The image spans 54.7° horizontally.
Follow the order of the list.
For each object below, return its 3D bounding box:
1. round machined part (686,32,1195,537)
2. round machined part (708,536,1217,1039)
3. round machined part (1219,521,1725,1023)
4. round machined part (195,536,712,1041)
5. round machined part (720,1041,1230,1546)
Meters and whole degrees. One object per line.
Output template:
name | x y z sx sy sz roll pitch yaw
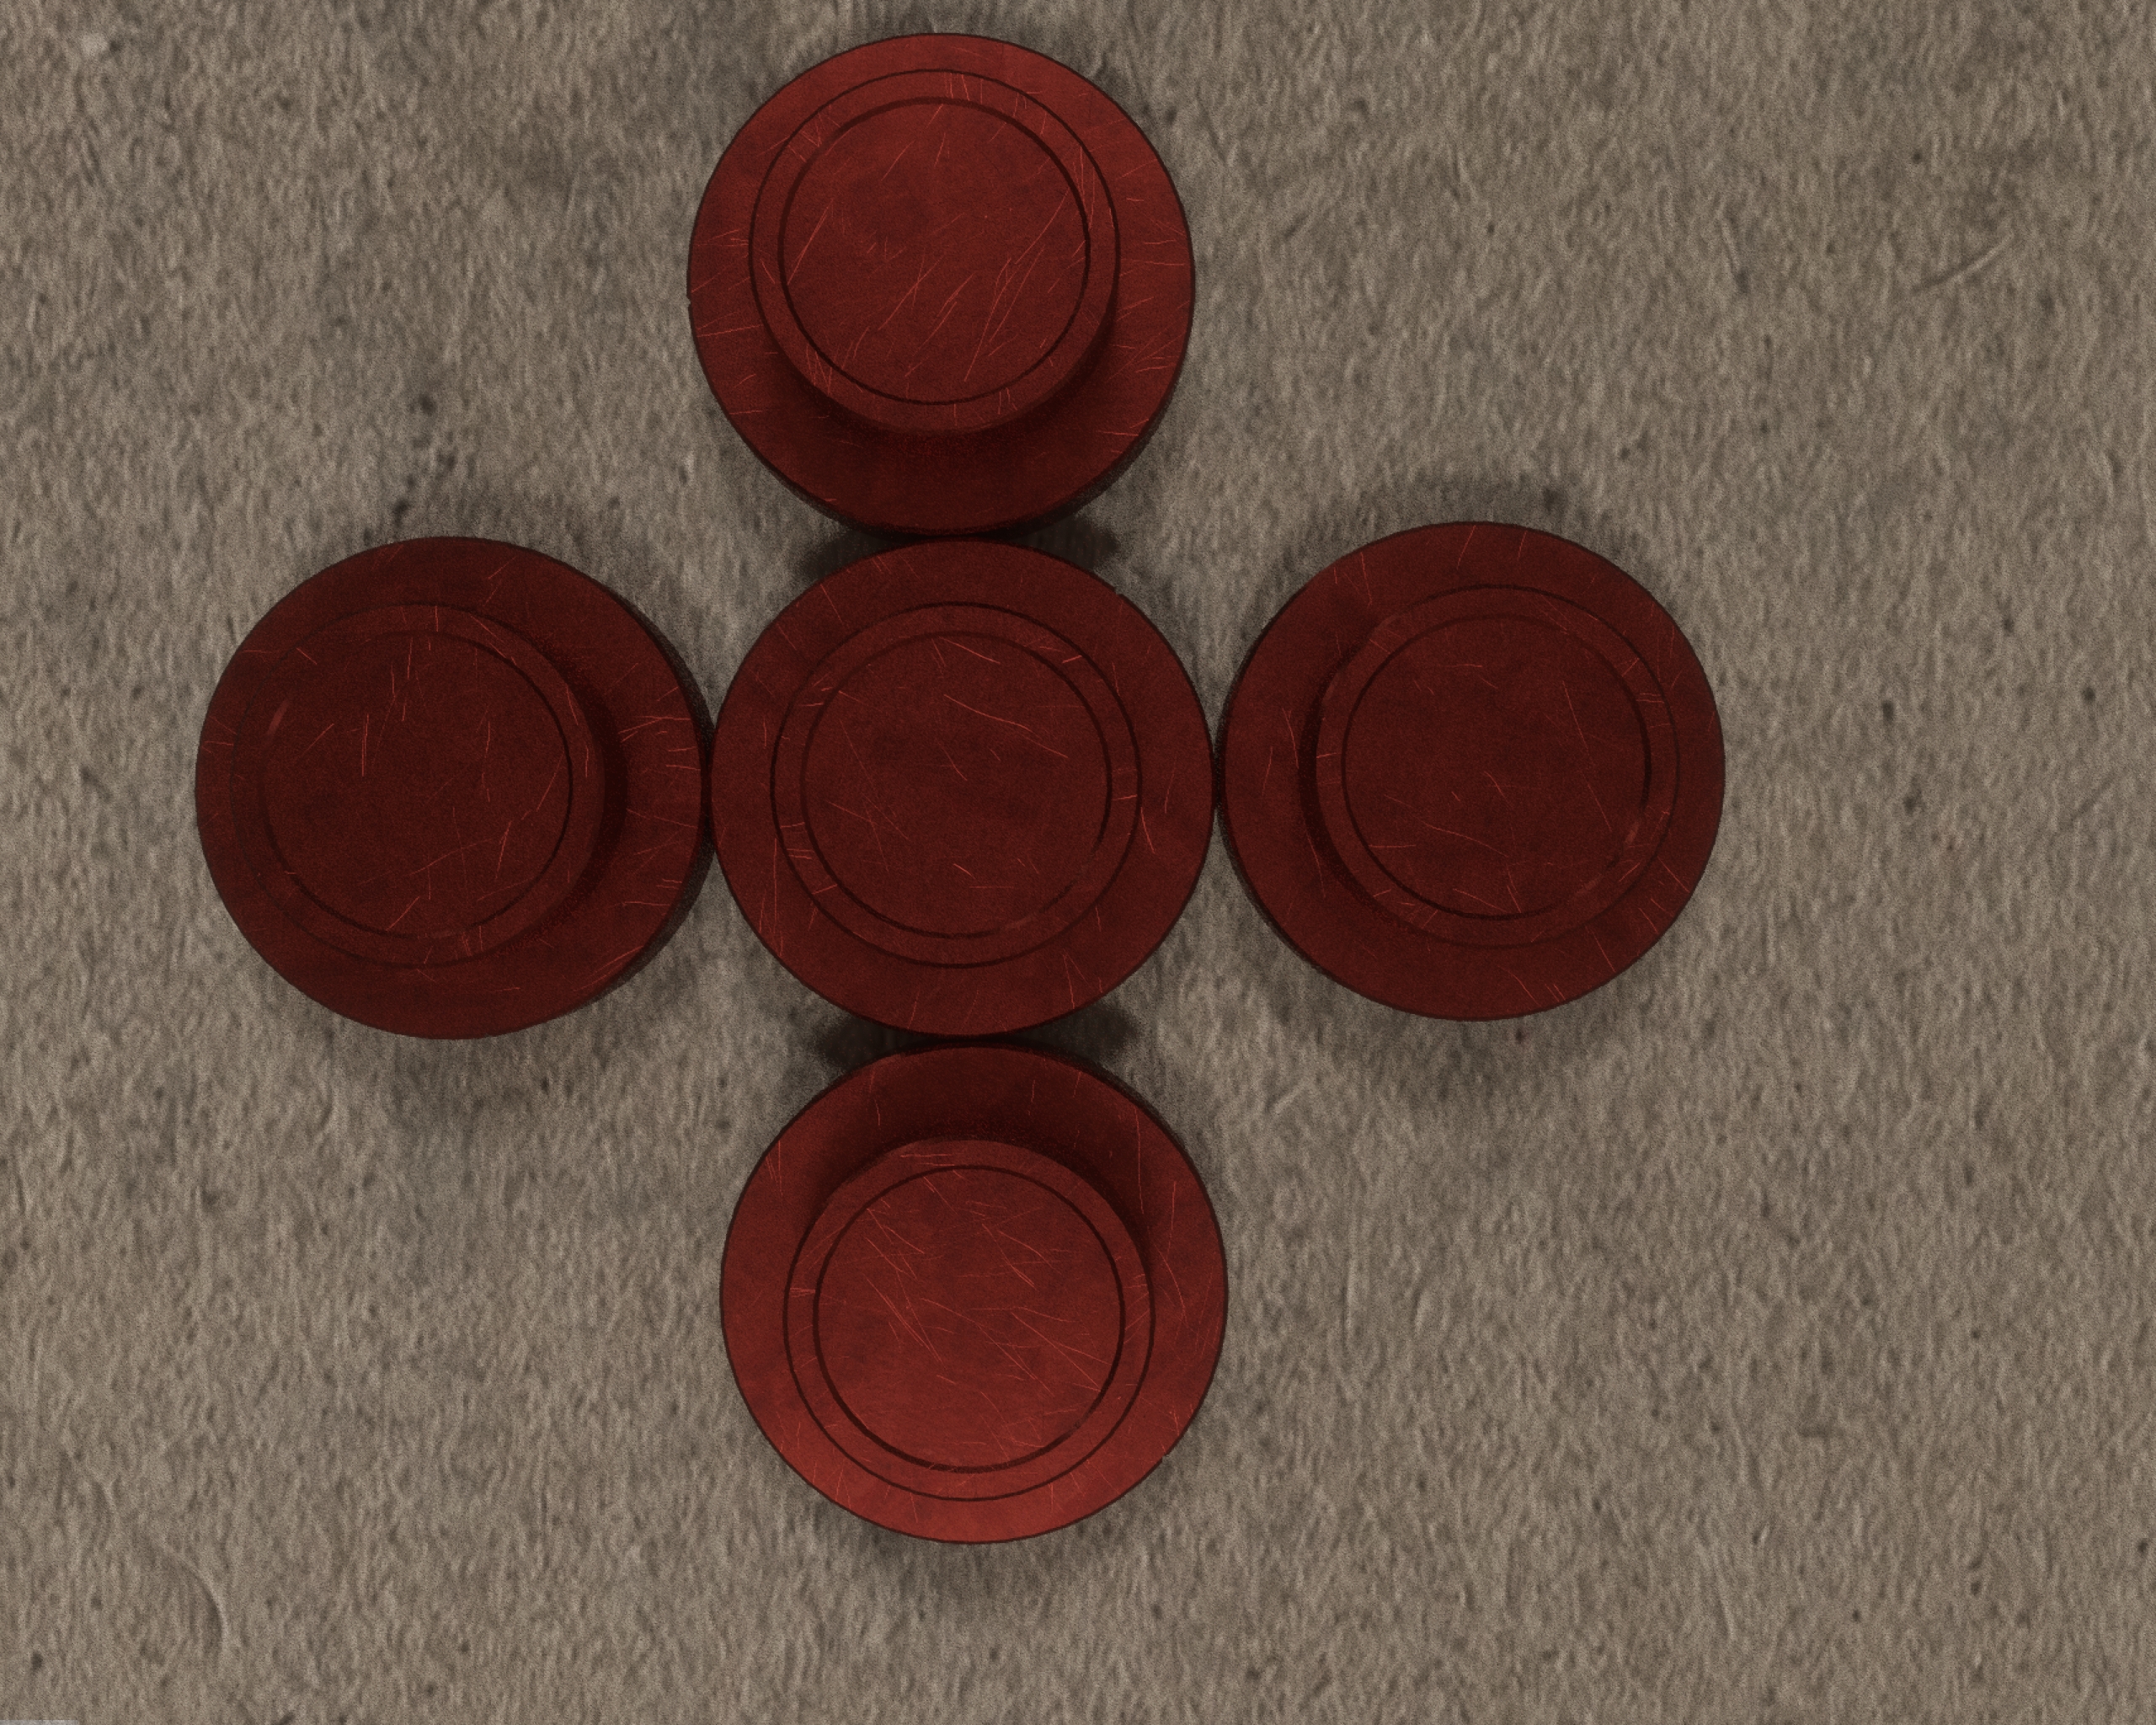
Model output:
round machined part | -0.027 -0.112 0.402 0.099 0.042 0.097 0 90 -1
round machined part | -0.022 -0.014 0.402 0.099 0.042 0.097 0 90 -1
round machined part | 0.077 -0.018 0.404 0.099 0.042 0.097 0 90 -1
round machined part | -0.121 -0.014 0.401 0.099 0.042 0.097 0 90 -1
round machined part | -0.020 0.083 0.402 0.099 0.042 0.097 0 90 -1
